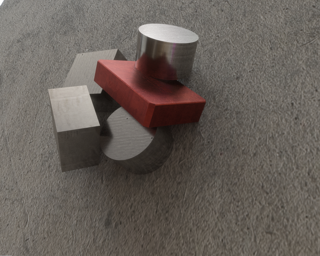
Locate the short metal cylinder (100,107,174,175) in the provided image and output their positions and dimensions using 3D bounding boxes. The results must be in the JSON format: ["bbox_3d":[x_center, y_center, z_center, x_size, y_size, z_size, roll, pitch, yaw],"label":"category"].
[{"bbox_3d":[-0.029,0.014,0.397,0.080,0.050,0.080,-13,56,21],"label":"short metal cylinder"}]

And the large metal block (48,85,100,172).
[{"bbox_3d":[-0.117,0.000,0.422,0.050,0.079,0.080,-10,49,-21],"label":"large metal block"}]

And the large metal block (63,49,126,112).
[{"bbox_3d":[-0.097,-0.072,0.481,0.080,0.050,0.080,1,62,28],"label":"large metal block"}]

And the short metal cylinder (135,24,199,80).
[{"bbox_3d":[0.008,-0.106,0.425,0.081,0.050,0.080,7,33,-4],"label":"short metal cylinder"}]

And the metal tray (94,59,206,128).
[{"bbox_3d":[-0.016,-0.049,0.404,0.130,0.091,0.030,41,125,39],"label":"metal tray"}]
